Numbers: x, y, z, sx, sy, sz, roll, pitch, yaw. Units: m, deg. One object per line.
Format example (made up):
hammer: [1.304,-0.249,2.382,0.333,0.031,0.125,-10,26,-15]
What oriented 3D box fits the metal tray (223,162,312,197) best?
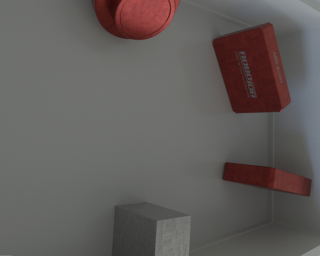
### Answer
metal tray: [0.181,0.087,0.519,0.131,0.090,0.030,18,79,-39]

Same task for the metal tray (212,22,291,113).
metal tray: [0.143,-0.089,0.487,0.030,0.090,0.129,-34,111,-35]

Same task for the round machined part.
round machined part: [-0.022,-0.137,0.340,0.099,0.097,0.042,6,48,-40]

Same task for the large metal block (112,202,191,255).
large metal block: [-0.012,0.137,0.363,0.050,0.080,0.080,5,87,-40]
